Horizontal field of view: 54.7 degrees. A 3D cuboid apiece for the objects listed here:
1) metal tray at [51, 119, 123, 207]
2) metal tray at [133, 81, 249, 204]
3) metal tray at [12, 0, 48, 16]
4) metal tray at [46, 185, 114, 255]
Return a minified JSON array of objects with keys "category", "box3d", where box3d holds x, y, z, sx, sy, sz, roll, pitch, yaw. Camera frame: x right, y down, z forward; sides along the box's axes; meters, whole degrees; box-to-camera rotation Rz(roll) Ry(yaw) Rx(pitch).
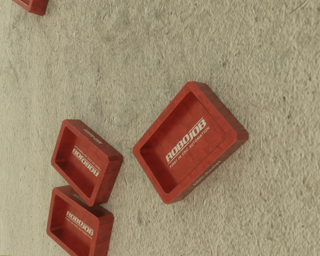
[{"category":"metal tray","box3d":[-0.123,0.053,0.502,0.130,0.030,0.089,34,111,34]},{"category":"metal tray","box3d":[0.030,0.019,0.376,0.129,0.030,0.090,-50,61,28]},{"category":"metal tray","box3d":[-0.263,-0.290,0.618,0.130,0.030,0.089,38,113,33]},{"category":"metal tray","box3d":[-0.136,0.161,0.514,0.130,0.030,0.089,19,102,38]}]
